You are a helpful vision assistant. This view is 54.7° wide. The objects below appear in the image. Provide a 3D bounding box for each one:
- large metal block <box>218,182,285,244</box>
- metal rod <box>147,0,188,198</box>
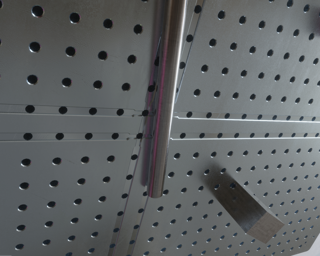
[{"bbox_3d":[0.167,0.155,0.566,0.050,0.080,0.080,-49,129,6],"label":"large metal block"},{"bbox_3d":[0.006,-0.031,0.396,0.025,0.025,0.298,-8,122,-24],"label":"metal rod"}]
